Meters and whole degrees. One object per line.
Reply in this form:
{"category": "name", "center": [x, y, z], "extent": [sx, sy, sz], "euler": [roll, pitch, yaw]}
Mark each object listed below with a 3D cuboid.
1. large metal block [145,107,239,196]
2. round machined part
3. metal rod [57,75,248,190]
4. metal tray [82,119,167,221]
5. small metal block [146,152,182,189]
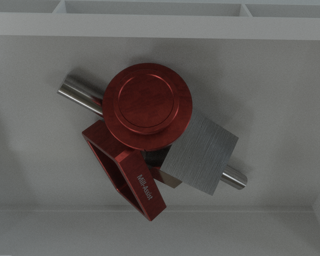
{"category": "large metal block", "center": [0.039, 0.028, 0.389], "extent": [0.080, 0.050, 0.080], "euler": [30, 81, -23]}
{"category": "round machined part", "center": [-0.014, -0.025, 0.335], "extent": [0.099, 0.097, 0.042], "euler": [-1, 171, 0]}
{"category": "metal rod", "center": [0.006, 0.016, 0.421], "extent": [0.301, 0.025, 0.025], "euler": [29, 124, -23]}
{"category": "metal tray", "center": [-0.046, 0.058, 0.415], "extent": [0.030, 0.090, 0.129], "euler": [-39, 132, -21]}
{"category": "small metal block", "center": [0.008, 0.049, 0.432], "extent": [0.050, 0.050, 0.025], "euler": [31, 123, -24]}
